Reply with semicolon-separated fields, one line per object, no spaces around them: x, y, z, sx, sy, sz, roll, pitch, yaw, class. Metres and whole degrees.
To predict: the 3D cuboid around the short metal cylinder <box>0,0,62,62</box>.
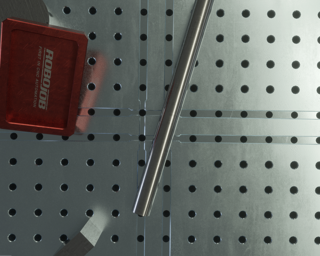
-0.174;-0.130;0.398;0.081;0.050;0.079;0;90;-1;short metal cylinder

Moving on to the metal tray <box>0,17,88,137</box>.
-0.142;-0.058;0.375;0.091;0.030;0.129;8;111;-17;metal tray

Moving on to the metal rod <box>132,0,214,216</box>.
0.017;-0.030;0.413;0.025;0.025;0.298;17;90;-1;metal rod

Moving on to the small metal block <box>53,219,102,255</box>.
-0.107;0.151;0.400;0.050;0.050;0.025;-43;91;0;small metal block
